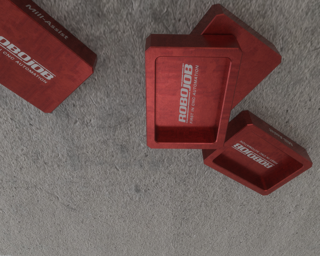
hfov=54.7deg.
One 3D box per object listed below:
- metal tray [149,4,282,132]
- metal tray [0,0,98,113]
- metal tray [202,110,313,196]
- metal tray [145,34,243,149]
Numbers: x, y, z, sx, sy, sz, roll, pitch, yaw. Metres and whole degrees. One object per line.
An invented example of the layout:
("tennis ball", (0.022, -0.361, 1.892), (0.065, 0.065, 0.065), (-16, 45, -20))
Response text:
("metal tray", (0.057, -0.060, 0.353), (0.090, 0.030, 0.129), (27, 125, -22))
("metal tray", (-0.146, -0.083, 0.331), (0.090, 0.030, 0.130), (-36, 122, 26))
("metal tray", (0.136, 0.040, 0.439), (0.131, 0.030, 0.090), (29, 124, -23))
("metal tray", (0.031, -0.034, 0.335), (0.091, 0.030, 0.129), (1, 130, -1))
